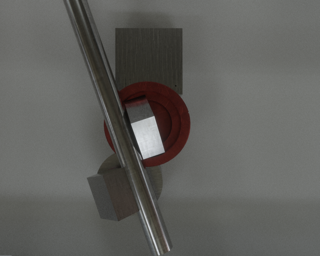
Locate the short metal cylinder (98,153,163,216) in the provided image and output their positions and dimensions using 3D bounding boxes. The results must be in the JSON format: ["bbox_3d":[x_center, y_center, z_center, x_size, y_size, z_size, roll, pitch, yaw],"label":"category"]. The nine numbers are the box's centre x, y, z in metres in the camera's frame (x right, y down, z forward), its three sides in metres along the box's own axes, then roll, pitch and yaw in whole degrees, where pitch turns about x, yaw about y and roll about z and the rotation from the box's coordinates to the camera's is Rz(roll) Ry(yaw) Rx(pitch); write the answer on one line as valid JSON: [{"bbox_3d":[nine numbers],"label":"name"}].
[{"bbox_3d":[-0.037,0.066,0.398,0.081,0.050,0.079,0,90,-1],"label":"short metal cylinder"}]

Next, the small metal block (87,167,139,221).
[{"bbox_3d":[-0.054,0.073,0.345,0.025,0.050,0.050,-19,90,-34],"label":"small metal block"}]

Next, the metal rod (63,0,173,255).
[{"bbox_3d":[-0.047,-0.007,0.340,0.025,0.025,0.298,-19,90,0],"label":"metal rod"}]

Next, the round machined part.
[{"bbox_3d":[-0.014,-0.005,0.372,0.099,0.042,0.097,0,90,-1],"label":"round machined part"}]

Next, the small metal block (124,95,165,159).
[{"bbox_3d":[-0.018,-0.002,0.349,0.025,0.050,0.050,-19,125,-4],"label":"small metal block"}]

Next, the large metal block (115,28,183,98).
[{"bbox_3d":[-0.013,-0.080,0.396,0.081,0.050,0.079,0,90,-1],"label":"large metal block"}]
